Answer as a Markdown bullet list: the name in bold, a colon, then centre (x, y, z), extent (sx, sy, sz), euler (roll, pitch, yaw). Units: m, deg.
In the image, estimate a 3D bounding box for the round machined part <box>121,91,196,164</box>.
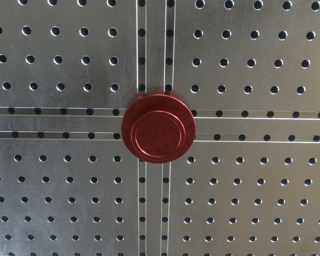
- **round machined part**: centre (-0.002, 0.004, 0.405), extent (0.099, 0.042, 0.097), euler (0, 110, -1)
